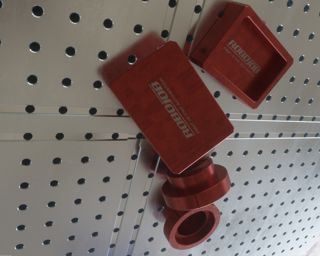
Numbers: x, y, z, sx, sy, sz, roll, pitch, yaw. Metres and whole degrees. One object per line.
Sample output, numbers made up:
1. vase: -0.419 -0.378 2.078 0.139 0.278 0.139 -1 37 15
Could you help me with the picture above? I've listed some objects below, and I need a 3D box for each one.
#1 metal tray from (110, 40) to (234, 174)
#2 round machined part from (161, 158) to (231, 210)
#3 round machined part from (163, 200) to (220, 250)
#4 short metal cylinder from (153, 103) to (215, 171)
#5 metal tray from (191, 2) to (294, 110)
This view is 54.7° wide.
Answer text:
1. metal tray: 0.014 -0.023 0.364 0.090 0.030 0.130 -37 100 -4
2. round machined part: 0.048 0.073 0.444 0.099 0.098 0.042 -23 102 -15
3. round machined part: 0.050 0.155 0.526 0.099 0.042 0.097 -14 124 -21
4. short metal cylinder: 0.030 0.011 0.421 0.081 0.050 0.079 -14 124 -21
5. metal tray: 0.114 -0.091 0.415 0.131 0.030 0.090 29 102 -38
